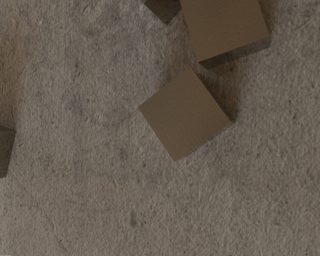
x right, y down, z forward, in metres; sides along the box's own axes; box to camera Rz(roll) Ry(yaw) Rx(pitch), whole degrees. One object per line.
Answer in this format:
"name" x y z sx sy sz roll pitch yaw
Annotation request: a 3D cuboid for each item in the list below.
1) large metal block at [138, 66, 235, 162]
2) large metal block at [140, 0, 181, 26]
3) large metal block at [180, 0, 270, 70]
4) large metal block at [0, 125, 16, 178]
"large metal block" 0.034 -0.016 0.383 0.080 0.050 0.080 -37 79 16
"large metal block" -0.015 -0.184 0.384 0.080 0.080 0.050 47 104 14
"large metal block" 0.078 -0.124 0.368 0.080 0.050 0.080 -17 84 19
"large metal block" -0.288 0.032 0.495 0.080 0.050 0.079 16 95 19
